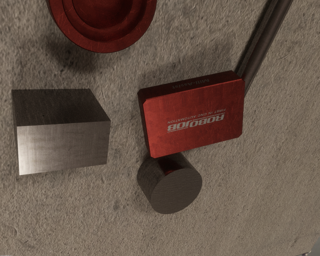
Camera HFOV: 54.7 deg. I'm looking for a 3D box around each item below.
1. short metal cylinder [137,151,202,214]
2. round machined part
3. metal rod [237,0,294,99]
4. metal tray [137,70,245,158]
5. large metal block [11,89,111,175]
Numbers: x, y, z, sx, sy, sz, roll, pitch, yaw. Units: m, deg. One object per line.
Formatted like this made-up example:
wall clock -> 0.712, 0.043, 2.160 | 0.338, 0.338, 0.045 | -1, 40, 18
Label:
short metal cylinder -> 0.013, 0.077, 0.447 | 0.081, 0.050, 0.079 | -14, 125, -21
round machined part -> -0.056, -0.124, 0.290 | 0.099, 0.042, 0.097 | -14, 125, -21
metal rod -> 0.157, -0.166, 0.392 | 0.025, 0.025, 0.298 | 9, 114, -33
metal tray -> 0.042, -0.017, 0.403 | 0.131, 0.030, 0.089 | -13, 125, -9
large metal block -> -0.103, -0.001, 0.315 | 0.081, 0.080, 0.050 | -4, 121, -27
